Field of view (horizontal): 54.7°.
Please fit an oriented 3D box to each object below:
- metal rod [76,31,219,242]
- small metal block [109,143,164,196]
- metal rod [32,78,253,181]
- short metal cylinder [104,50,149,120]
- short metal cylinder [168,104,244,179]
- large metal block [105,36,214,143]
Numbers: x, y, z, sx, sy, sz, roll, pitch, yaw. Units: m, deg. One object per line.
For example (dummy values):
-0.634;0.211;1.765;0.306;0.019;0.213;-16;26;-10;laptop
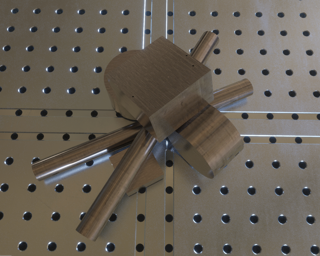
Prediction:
-0.005;-0.004;0.383;0.025;0.025;0.300;29;72;10;metal rod
-0.029;0.050;0.389;0.050;0.025;0.050;-26;72;-10;small metal block
-0.016;-0.001;0.408;0.302;0.025;0.025;-22;72;-8;metal rod
-0.031;-0.057;0.415;0.081;0.050;0.080;0;70;0;short metal cylinder
0.053;0.015;0.374;0.050;0.080;0.080;-42;75;-13;short metal cylinder
0.001;-0.045;0.344;0.080;0.050;0.080;-38;57;-12;large metal block
